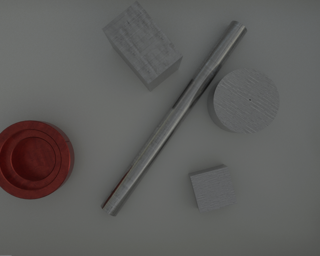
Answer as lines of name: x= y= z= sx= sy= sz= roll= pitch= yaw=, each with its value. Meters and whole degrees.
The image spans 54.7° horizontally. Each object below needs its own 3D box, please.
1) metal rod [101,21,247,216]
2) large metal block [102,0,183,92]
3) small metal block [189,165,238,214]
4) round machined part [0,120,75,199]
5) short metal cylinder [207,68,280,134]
metal rod: x=0.019 y=-0.013 z=0.411 sx=0.025 sy=0.025 sz=0.299 roll=35 pitch=90 yaw=-1
large metal block: x=-0.019 y=-0.095 z=0.384 sx=0.050 sy=0.080 sz=0.080 roll=-40 pitch=91 yaw=0
small metal block: x=0.070 y=0.080 z=0.412 sx=0.050 sy=0.025 sz=0.050 roll=-15 pitch=90 yaw=-1
round machined part: x=-0.160 y=0.039 z=0.401 sx=0.099 sy=0.042 sz=0.097 roll=0 pitch=90 yaw=-1
short metal cylinder: x=0.105 y=-0.033 z=0.400 sx=0.081 sy=0.050 sz=0.079 roll=0 pitch=90 yaw=-1
